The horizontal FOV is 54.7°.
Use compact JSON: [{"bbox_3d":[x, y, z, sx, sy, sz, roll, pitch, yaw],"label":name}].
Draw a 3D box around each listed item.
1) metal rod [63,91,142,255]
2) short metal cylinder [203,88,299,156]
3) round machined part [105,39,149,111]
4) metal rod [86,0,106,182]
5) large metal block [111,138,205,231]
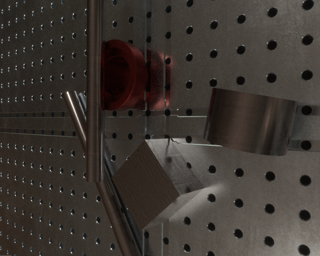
[{"bbox_3d":[-0.094,0.070,0.483,0.025,0.025,0.299,-39,67,33],"label":"metal rod"},{"bbox_3d":[0.087,-0.008,0.301,0.080,0.081,0.050,16,100,38],"label":"short metal cylinder"},{"bbox_3d":[-0.055,-0.073,0.441,0.098,0.042,0.097,0,90,39],"label":"round machined part"},{"bbox_3d":[-0.088,-0.077,0.424,0.025,0.025,0.298,1,91,39],"label":"metal rod"},{"bbox_3d":[-0.005,0.070,0.396,0.080,0.050,0.080,-49,62,29],"label":"large metal block"}]
